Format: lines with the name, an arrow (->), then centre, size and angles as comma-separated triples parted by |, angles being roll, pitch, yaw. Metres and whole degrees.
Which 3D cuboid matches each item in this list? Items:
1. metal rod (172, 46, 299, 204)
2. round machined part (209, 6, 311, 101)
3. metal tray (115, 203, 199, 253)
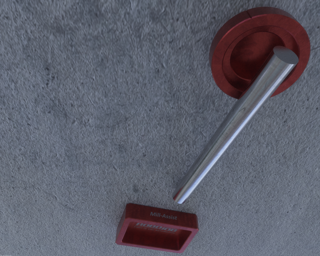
metal rod -> 0.073, 0.023, 0.391 | 0.025, 0.025, 0.298 | 12, 140, -11
round machined part -> 0.101, -0.080, 0.329 | 0.099, 0.042, 0.097 | -1, 130, 0
metal tray -> -0.007, 0.184, 0.560 | 0.131, 0.030, 0.089 | 13, 129, -11
